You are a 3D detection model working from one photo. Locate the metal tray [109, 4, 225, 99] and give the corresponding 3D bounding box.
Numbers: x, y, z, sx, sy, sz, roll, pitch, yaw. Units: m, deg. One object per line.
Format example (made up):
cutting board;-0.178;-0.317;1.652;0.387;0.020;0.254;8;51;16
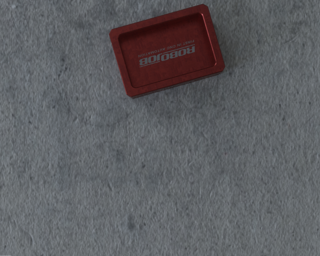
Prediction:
metal tray;0.009;-0.099;0.407;0.131;0.030;0.090;-16;90;-1
